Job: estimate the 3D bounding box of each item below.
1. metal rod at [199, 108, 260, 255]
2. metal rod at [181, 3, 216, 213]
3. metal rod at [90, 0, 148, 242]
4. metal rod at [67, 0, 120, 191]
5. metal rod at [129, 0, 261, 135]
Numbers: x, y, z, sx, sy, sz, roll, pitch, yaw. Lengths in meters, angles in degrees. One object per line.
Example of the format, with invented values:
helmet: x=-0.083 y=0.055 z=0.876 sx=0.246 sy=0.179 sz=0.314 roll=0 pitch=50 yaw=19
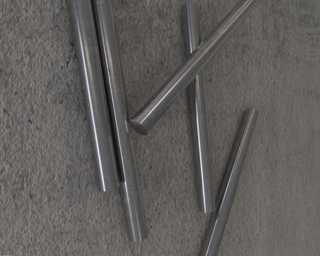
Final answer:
metal rod: x=0.108 y=0.104 z=0.494 sx=0.025 sy=0.025 sz=0.300 roll=34 pitch=69 yaw=-35
metal rod: x=0.056 y=-0.025 z=0.451 sx=0.025 sy=0.025 sz=0.298 roll=-10 pitch=96 yaw=-40
metal rod: x=-0.048 y=-0.013 z=0.364 sx=0.025 sy=0.025 sz=0.298 roll=-14 pitch=99 yaw=-39
metal rod: x=-0.079 y=-0.078 z=0.338 sx=0.025 sy=0.025 sz=0.298 roll=-13 pitch=98 yaw=-39
metal rod: x=0.061 y=-0.104 z=0.421 sx=0.301 sy=0.025 sz=0.025 roll=-50 pitch=120 yaw=-27
